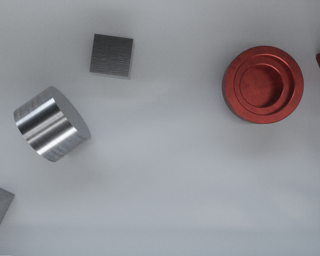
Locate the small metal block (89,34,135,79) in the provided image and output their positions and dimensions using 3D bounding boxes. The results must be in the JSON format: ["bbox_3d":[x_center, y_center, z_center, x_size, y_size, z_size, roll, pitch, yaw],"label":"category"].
[{"bbox_3d":[-0.063,-0.094,0.411,0.050,0.025,0.050,8,90,-1],"label":"small metal block"}]

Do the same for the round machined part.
[{"bbox_3d":[0.130,-0.054,0.405,0.099,0.042,0.097,0,90,-1],"label":"round machined part"}]

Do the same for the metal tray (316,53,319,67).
[{"bbox_3d":[0.244,-0.064,0.362,0.030,0.130,0.090,-22,90,0],"label":"metal tray"}]

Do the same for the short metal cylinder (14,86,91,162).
[{"bbox_3d":[-0.130,-0.005,0.382,0.050,0.080,0.080,-35,90,0],"label":"short metal cylinder"}]

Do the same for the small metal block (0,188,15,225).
[{"bbox_3d":[-0.219,0.108,0.396,0.025,0.050,0.050,26,90,0],"label":"small metal block"}]
